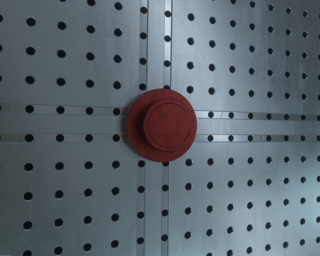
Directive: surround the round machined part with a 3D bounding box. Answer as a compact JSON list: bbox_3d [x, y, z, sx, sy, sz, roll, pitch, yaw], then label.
[{"bbox_3d":[0.005,-0.003,0.406,0.099,0.042,0.097,0,90,-21],"label":"round machined part"}]
